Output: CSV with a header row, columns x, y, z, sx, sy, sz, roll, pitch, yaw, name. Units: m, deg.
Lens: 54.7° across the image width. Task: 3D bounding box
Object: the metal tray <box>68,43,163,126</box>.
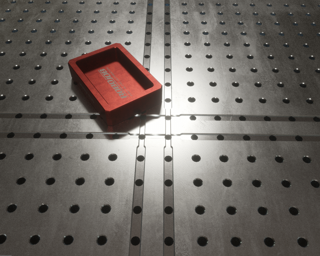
x,y,z,sx,sy,sz,roll,pitch,yaw,name
-0.068,-0.070,0.462,0.091,0.030,0.130,-27,55,-22,metal tray
